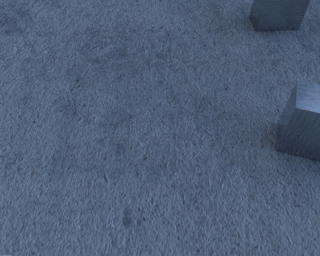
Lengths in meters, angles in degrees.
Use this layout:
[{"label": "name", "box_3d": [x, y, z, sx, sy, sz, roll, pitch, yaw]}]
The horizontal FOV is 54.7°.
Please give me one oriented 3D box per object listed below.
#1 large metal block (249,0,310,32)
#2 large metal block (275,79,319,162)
[{"label": "large metal block", "box_3d": [0.215, -0.224, 0.557, 0.081, 0.080, 0.050, -4, 50, -4]}, {"label": "large metal block", "box_3d": [0.193, -0.005, 0.373, 0.080, 0.080, 0.050, 14, 52, 12]}]
